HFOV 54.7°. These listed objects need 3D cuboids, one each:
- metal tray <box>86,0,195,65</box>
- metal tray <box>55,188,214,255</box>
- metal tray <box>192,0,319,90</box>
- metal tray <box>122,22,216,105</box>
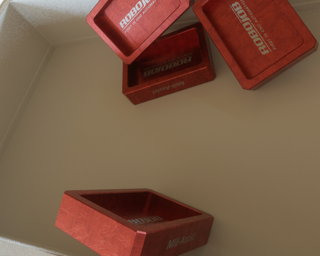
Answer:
[{"bbox_3d":[-0.029,-0.161,0.425,0.130,0.090,0.030,-37,12,33],"label":"metal tray"},{"bbox_3d":[-0.017,0.087,0.291,0.090,0.131,0.030,16,90,34],"label":"metal tray"},{"bbox_3d":[0.109,-0.121,0.366,0.090,0.030,0.130,-35,77,29],"label":"metal tray"},{"bbox_3d":[0.009,-0.094,0.453,0.130,0.030,0.090,-16,55,18],"label":"metal tray"}]
